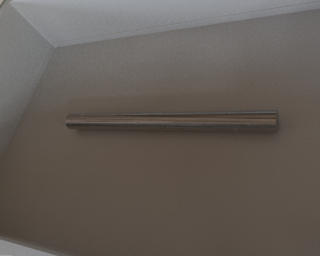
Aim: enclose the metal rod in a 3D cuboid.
[{"bbox_3d":[-0.004,-0.009,0.409,0.300,0.025,0.025,1,62,28],"label":"metal rod"}]
